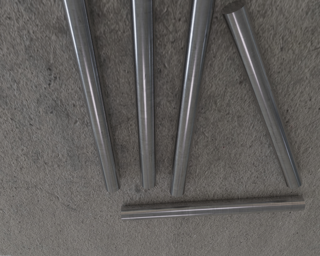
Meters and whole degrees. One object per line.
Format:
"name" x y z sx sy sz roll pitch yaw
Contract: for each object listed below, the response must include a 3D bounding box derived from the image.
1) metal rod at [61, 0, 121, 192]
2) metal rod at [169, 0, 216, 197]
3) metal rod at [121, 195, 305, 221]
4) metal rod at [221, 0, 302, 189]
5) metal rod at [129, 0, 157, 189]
"metal rod" -0.078 -0.023 0.386 0.025 0.025 0.298 -2 130 1
"metal rod" 0.034 -0.014 0.395 0.025 0.025 0.298 2 130 -2
"metal rod" 0.086 0.135 0.522 0.302 0.025 0.025 -4 130 3
"metal rod" 0.140 -0.018 0.392 0.025 0.025 0.299 -21 127 17
"metal rod" -0.018 -0.029 0.381 0.025 0.025 0.298 0 130 0
